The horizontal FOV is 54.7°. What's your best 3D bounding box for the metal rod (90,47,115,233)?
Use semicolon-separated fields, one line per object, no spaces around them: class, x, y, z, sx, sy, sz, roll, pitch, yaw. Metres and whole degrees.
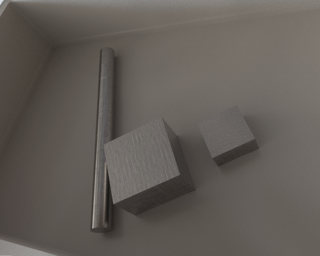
metal rod;-0.080;-0.004;0.448;0.025;0.025;0.299;-17;55;18

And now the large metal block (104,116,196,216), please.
large metal block;-0.014;0.046;0.368;0.080;0.050;0.080;-26;53;12

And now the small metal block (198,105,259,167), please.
small metal block;0.078;0.009;0.359;0.050;0.025;0.050;-26;53;11
